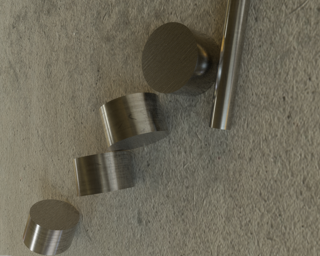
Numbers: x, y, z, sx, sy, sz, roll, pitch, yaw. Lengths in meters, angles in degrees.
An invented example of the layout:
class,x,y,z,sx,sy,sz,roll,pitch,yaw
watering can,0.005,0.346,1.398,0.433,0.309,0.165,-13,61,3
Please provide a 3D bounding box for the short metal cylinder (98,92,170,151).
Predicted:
class,x,y,z,sx,sy,sz,roll,pitch,yaw
short metal cylinder,-0.033,-0.006,0.397,0.080,0.081,0.050,-26,74,37

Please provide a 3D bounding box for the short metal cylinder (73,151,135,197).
class,x,y,z,sx,sy,sz,roll,pitch,yaw
short metal cylinder,-0.078,0.063,0.434,0.080,0.081,0.050,-16,80,39

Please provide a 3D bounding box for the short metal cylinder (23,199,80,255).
class,x,y,z,sx,sy,sz,roll,pitch,yaw
short metal cylinder,-0.181,0.164,0.519,0.080,0.081,0.050,33,111,35

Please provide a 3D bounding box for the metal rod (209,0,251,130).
class,x,y,z,sx,sy,sz,roll,pitch,yaw
metal rod,0.086,-0.147,0.333,0.025,0.025,0.298,12,98,39

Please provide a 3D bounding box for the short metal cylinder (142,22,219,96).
class,x,y,z,sx,sy,sz,roll,pitch,yaw
short metal cylinder,0.025,-0.079,0.368,0.080,0.050,0.080,0,90,40
